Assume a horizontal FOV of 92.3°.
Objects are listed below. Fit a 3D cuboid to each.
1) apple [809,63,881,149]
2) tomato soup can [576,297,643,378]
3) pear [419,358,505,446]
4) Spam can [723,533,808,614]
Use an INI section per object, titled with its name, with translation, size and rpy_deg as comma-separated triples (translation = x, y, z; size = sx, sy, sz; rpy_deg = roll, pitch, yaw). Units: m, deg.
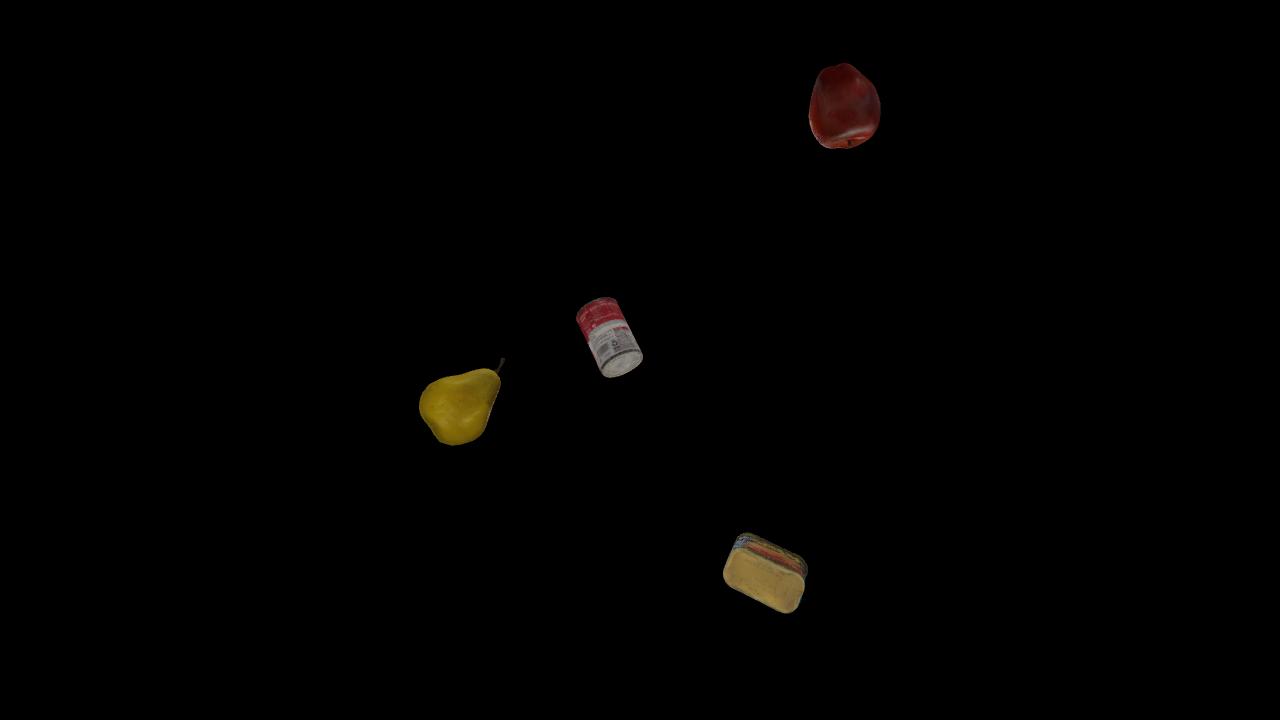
[apple]
translation = 0.231, -0.285, 0.698
size = 0.079, 0.093, 0.079
rpy_deg = -10, -5, -1
[tomato soup can]
translation = -0.044, -0.033, 0.902
size = 0.068, 0.101, 0.068
rpy_deg = -22, -26, -11
[pear]
translation = -0.191, 0.044, 0.699
size = 0.111, 0.080, 0.080
rpy_deg = -36, 17, -24
[Spam can]
translation = 0.159, 0.270, 0.783
size = 0.101, 0.058, 0.085
rpy_deg = 22, 2, 17
